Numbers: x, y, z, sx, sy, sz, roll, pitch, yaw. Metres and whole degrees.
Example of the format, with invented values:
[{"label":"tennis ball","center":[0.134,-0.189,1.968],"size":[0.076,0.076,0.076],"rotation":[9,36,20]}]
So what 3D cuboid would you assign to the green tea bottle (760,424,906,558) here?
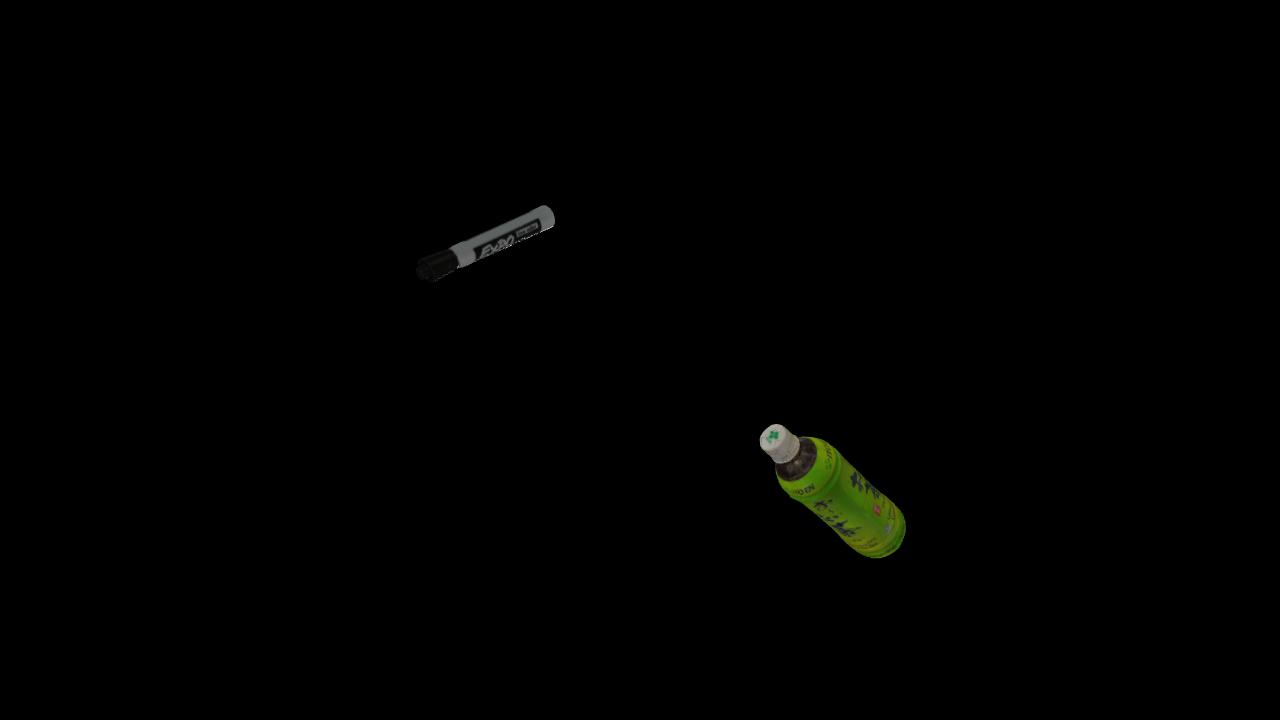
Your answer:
[{"label":"green tea bottle","center":[0.199,0.135,0.648],"size":[0.212,0.073,0.073],"rotation":[38,-19,-26]}]

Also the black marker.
[{"label":"black marker","center":[-0.115,-0.089,0.465],"size":[0.020,0.020,0.121],"rotation":[0,28,48]}]
